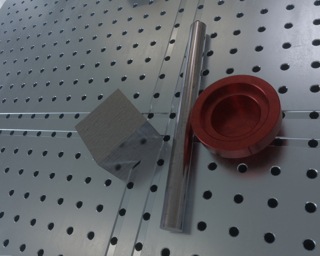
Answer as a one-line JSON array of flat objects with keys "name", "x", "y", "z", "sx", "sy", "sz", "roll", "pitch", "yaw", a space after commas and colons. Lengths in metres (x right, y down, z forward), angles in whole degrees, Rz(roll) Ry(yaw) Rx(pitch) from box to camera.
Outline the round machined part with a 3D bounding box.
[{"name": "round machined part", "x": 0.089, "y": -0.010, "z": 0.357, "sx": 0.098, "sy": 0.042, "sz": 0.098, "roll": -13, "pitch": 56, "yaw": 21}]

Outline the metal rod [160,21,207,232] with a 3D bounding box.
[{"name": "metal rod", "x": 0.035, "y": -0.022, "z": 0.402, "sx": 0.025, "sy": 0.025, "sz": 0.299, "roll": -4, "pitch": 60, "yaw": 26}]

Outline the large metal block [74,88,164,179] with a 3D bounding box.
[{"name": "large metal block", "x": -0.055, "y": 0.007, "z": 0.417, "sx": 0.080, "sy": 0.050, "sz": 0.080, "roll": -42, "pitch": 51, "yaw": -1}]
